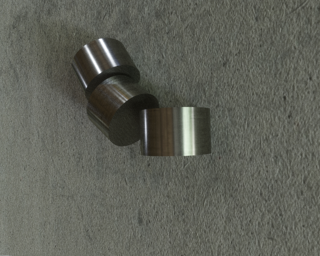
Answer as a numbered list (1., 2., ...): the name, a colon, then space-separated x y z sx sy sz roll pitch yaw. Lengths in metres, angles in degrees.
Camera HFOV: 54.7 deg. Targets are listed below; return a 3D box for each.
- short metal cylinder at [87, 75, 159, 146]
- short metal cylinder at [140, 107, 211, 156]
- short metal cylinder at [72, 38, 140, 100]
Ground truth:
1. short metal cylinder: -0.048 -0.023 0.409 0.050 0.081 0.079 40 115 32
2. short metal cylinder: 0.018 0.004 0.355 0.080 0.081 0.050 -3 89 40
3. short metal cylinder: -0.075 -0.077 0.431 0.080 0.081 0.050 -44 64 31
